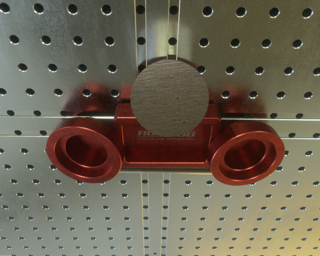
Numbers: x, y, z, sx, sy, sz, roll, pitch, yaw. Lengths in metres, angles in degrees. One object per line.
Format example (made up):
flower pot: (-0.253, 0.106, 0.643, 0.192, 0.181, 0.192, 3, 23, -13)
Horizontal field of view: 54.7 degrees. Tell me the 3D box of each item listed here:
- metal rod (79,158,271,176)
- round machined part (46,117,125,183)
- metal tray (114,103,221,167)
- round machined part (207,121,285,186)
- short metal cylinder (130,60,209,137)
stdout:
metal rod: (0.010, 0.055, 0.453, 0.302, 0.025, 0.025, 1, 130, -2)
round machined part: (-0.094, 0.025, 0.409, 0.099, 0.042, 0.097, 5, 128, 6)
metal tray: (0.008, 0.012, 0.413, 0.131, 0.030, 0.089, 0, 131, -1)
round machined part: (0.110, 0.029, 0.415, 0.099, 0.042, 0.097, -5, 129, -6)
short metal cylinder: (0.010, -0.035, 0.341, 0.081, 0.050, 0.079, 0, 104, 0)
